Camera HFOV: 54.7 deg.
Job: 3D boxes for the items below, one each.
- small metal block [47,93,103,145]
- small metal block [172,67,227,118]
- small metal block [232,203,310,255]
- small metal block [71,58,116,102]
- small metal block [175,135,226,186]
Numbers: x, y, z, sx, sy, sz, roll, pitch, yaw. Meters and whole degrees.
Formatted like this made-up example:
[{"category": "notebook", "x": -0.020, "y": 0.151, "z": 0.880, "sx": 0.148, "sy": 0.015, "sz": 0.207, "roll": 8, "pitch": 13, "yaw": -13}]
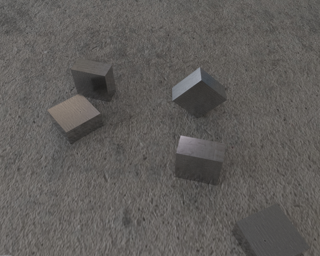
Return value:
[{"category": "small metal block", "x": -0.113, "y": -0.013, "z": 0.413, "sx": 0.050, "sy": 0.025, "sz": 0.050, "roll": -33, "pitch": 58, "yaw": -25}, {"category": "small metal block", "x": 0.052, "y": -0.045, "z": 0.412, "sx": 0.050, "sy": 0.050, "sz": 0.025, "roll": 31, "pitch": 41, "yaw": -32}, {"category": "small metal block", "x": 0.109, "y": 0.111, "z": 0.310, "sx": 0.050, "sy": 0.025, "sz": 0.050, "roll": -19, "pitch": 53, "yaw": -15}, {"category": "small metal block", "x": -0.094, "y": -0.068, "z": 0.443, "sx": 0.050, "sy": 0.050, "sz": 0.025, "roll": 13, "pitch": 51, "yaw": 10}, {"category": "small metal block", "x": 0.045, "y": 0.038, "z": 0.355, "sx": 0.050, "sy": 0.050, "sz": 0.025, "roll": 10, "pitch": 51, "yaw": 8}]
